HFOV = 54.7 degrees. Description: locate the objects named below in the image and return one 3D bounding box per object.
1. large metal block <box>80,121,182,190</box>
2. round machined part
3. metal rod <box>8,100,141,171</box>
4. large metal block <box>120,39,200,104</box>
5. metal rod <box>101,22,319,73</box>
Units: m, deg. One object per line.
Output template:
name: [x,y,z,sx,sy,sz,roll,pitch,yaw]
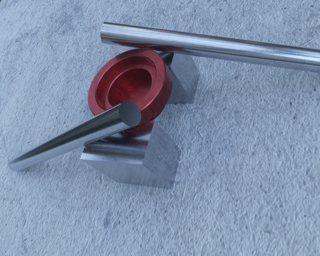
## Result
large metal block: [-0.030,0.032,0.365,0.080,0.080,0.050,1,63,28]
round machined part: [-0.030,-0.040,0.358,0.098,0.042,0.098,-13,56,20]
metal rod: [-0.127,0.022,0.386,0.299,0.025,0.025,-19,51,45]
large metal block: [-0.001,-0.074,0.414,0.080,0.080,0.050,1,63,28]
metal rod: [0.081,-0.088,0.347,0.302,0.025,0.025,10,65,8]
